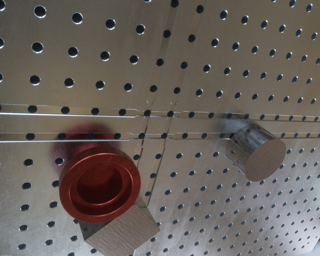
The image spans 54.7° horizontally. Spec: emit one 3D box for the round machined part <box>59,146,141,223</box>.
[{"bbox_3d":[-0.077,0.067,0.393,0.099,0.042,0.097,-8,114,-19],"label":"round machined part"}]

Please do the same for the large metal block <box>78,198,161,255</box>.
[{"bbox_3d":[-0.059,0.137,0.447,0.080,0.050,0.080,-36,129,-4],"label":"large metal block"}]

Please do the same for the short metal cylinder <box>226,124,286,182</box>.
[{"bbox_3d":[0.156,0.040,0.505,0.081,0.050,0.079,-14,124,-21],"label":"short metal cylinder"}]
